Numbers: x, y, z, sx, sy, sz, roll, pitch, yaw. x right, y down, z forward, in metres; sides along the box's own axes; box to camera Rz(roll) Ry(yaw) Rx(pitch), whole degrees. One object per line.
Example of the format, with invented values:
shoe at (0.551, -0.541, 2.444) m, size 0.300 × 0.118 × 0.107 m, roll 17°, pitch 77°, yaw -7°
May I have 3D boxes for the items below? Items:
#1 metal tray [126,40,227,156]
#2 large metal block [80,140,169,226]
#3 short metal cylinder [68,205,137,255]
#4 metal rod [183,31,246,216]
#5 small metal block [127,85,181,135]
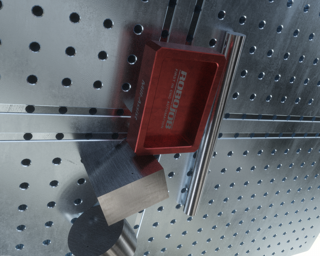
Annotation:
metal tray at (0.017, -0.031, 0.367) m, size 0.091 × 0.030 × 0.129 m, roll -1°, pitch 119°, yaw -29°
large metal block at (-0.045, 0.062, 0.391) m, size 0.081 × 0.080 × 0.050 m, roll -22°, pitch 127°, yaw -16°
short metal cylinder at (-0.079, 0.154, 0.429) m, size 0.080 × 0.080 × 0.050 m, roll -30°, pitch 129°, yaw -10°
metal rod at (0.074, 0.011, 0.460) m, size 0.025 × 0.025 × 0.298 m, roll -5°, pitch 121°, yaw -26°
small metal block at (-0.005, -0.023, 0.396) m, size 0.050 × 0.025 × 0.050 m, roll -41°, pitch 130°, yaw 0°
